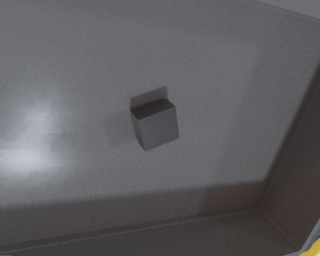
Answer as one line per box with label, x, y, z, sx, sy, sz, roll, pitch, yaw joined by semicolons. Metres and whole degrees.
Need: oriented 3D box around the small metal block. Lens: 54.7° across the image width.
small metal block;-0.005;-0.004;0.400;0.050;0.025;0.050;-21;127;-16
